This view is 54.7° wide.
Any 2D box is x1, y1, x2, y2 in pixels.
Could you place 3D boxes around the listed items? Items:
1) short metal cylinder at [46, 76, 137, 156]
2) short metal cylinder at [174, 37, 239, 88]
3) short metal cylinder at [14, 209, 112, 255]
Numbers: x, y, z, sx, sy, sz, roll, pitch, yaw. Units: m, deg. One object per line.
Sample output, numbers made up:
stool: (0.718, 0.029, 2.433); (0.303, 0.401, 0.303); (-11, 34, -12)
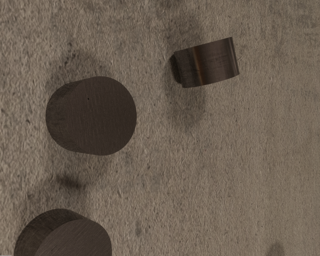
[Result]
short metal cylinder: (-0.072, -0.012, 0.329); (0.081, 0.050, 0.079); (0, 90, -40)
short metal cylinder: (0.064, -0.090, 0.424); (0.081, 0.080, 0.050); (-25, 106, -38)
short metal cylinder: (-0.096, 0.126, 0.310); (0.081, 0.050, 0.079); (0, 90, -40)
